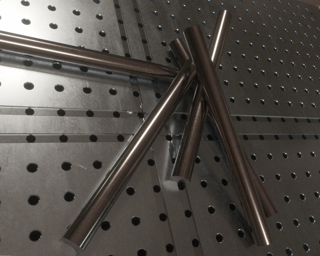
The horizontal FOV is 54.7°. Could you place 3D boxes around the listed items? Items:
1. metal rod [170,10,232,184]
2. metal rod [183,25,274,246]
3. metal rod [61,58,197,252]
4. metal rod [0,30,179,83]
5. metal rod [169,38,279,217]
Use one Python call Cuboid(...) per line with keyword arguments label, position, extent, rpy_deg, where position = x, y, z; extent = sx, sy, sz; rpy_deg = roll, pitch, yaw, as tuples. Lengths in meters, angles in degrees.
Cuboid(label="metal rod", position=(0.067, -0.062, 0.453), extent=(0.025, 0.025, 0.300), rpy_deg=(25, 62, -13))
Cuboid(label="metal rod", position=(0.089, 0.004, 0.413), extent=(0.025, 0.025, 0.299), rpy_deg=(-13, 81, -34))
Cuboid(label="metal rod", position=(-0.016, 0.008, 0.382), extent=(0.025, 0.025, 0.301), rpy_deg=(36, 55, -5))
Cuboid(label="metal rod", position=(-0.112, -0.095, 0.406), extent=(0.302, 0.025, 0.025), rpy_deg=(7, 59, -25))
Cuboid(label="metal rod", position=(0.088, -0.010, 0.463), extent=(0.025, 0.025, 0.299), rpy_deg=(-14, 69, -34))
